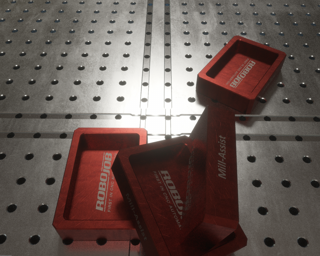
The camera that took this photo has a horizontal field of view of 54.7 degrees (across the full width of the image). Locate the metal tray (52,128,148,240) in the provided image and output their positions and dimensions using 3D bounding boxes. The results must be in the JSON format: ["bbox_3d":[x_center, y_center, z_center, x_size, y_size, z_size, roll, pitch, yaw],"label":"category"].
[{"bbox_3d":[-0.061,0.058,0.354,0.091,0.030,0.130,0,50,-1],"label":"metal tray"}]

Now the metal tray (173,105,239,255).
[{"bbox_3d":[0.046,0.052,0.319,0.030,0.089,0.130,15,50,-7],"label":"metal tray"}]

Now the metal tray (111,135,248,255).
[{"bbox_3d":[0.016,0.074,0.312,0.091,0.030,0.130,-11,60,-30],"label":"metal tray"}]

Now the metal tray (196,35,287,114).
[{"bbox_3d":[0.126,-0.087,0.479,0.090,0.030,0.131,28,55,21],"label":"metal tray"}]
